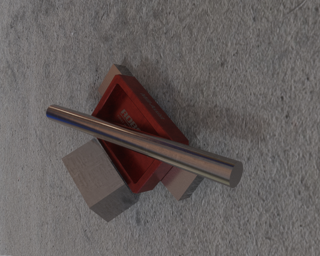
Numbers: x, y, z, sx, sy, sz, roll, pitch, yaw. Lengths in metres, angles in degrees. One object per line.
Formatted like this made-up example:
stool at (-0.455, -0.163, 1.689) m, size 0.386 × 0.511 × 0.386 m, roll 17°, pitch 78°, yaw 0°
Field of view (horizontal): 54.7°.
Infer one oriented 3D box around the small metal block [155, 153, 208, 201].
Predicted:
small metal block at (0.026, 0.053, 0.383) m, size 0.050 × 0.025 × 0.050 m, roll 46°, pitch 117°, yaw 30°

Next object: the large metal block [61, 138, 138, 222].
large metal block at (-0.080, 0.073, 0.423) m, size 0.050 × 0.080 × 0.080 m, roll -34°, pitch 62°, yaw -10°

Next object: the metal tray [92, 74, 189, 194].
metal tray at (-0.033, 0.005, 0.395) m, size 0.130 × 0.030 × 0.090 m, roll 51°, pitch 120°, yaw 27°

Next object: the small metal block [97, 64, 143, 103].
small metal block at (-0.058, -0.057, 0.452) m, size 0.050 × 0.025 × 0.050 m, roll 52°, pitch 120°, yaw 27°

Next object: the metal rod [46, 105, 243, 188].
metal rod at (-0.045, 0.009, 0.370) m, size 0.300 × 0.025 × 0.025 m, roll 16°, pitch 100°, yaw 38°
